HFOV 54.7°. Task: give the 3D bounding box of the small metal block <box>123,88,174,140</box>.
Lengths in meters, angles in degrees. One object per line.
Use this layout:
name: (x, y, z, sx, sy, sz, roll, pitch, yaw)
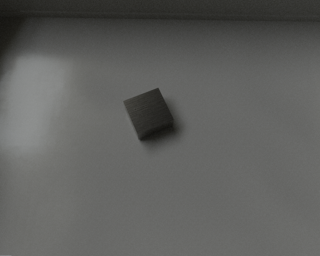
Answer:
small metal block: (-0.015, -0.019, 0.413, 0.050, 0.025, 0.050, -22, 72, -8)
